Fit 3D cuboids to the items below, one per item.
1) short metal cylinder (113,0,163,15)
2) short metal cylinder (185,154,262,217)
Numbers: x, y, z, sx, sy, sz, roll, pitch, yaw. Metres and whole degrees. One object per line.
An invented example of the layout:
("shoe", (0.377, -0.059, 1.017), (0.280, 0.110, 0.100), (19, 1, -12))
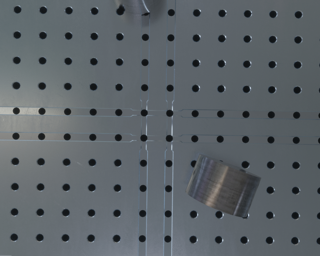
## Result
("short metal cylinder", (-0.030, -0.195, 0.400), (0.081, 0.050, 0.079), (0, 90, -1))
("short metal cylinder", (0.078, 0.070, 0.386), (0.080, 0.080, 0.050), (21, 90, 0))
